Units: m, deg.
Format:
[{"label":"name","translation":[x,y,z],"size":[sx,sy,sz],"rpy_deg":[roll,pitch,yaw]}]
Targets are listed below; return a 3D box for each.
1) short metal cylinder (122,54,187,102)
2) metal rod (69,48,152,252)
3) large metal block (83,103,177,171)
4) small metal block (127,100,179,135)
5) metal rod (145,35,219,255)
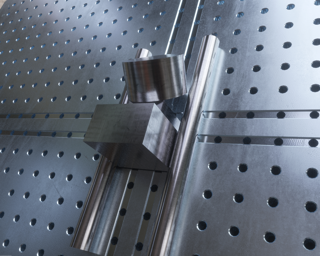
[{"label":"short metal cylinder","translation":[-0.006,-0.068,0.410],"size":[0.080,0.050,0.080],"rpy_deg":[-7,16,2]},{"label":"metal rod","translation":[-0.060,0.013,0.432],"size":[0.025,0.025,0.300],"rpy_deg":[1,62,28]},{"label":"large metal block","translation":[-0.031,0.013,0.378],"size":[0.080,0.080,0.050],"rpy_deg":[1,62,28]},{"label":"small metal block","translation":[-0.010,-0.013,0.405],"size":[0.050,0.050,0.025],"rpy_deg":[2,63,28]},{"label":"metal rod","translation":[0.035,0.006,0.386],"size":[0.025,0.025,0.300],"rpy_deg":[2,62,29]}]
